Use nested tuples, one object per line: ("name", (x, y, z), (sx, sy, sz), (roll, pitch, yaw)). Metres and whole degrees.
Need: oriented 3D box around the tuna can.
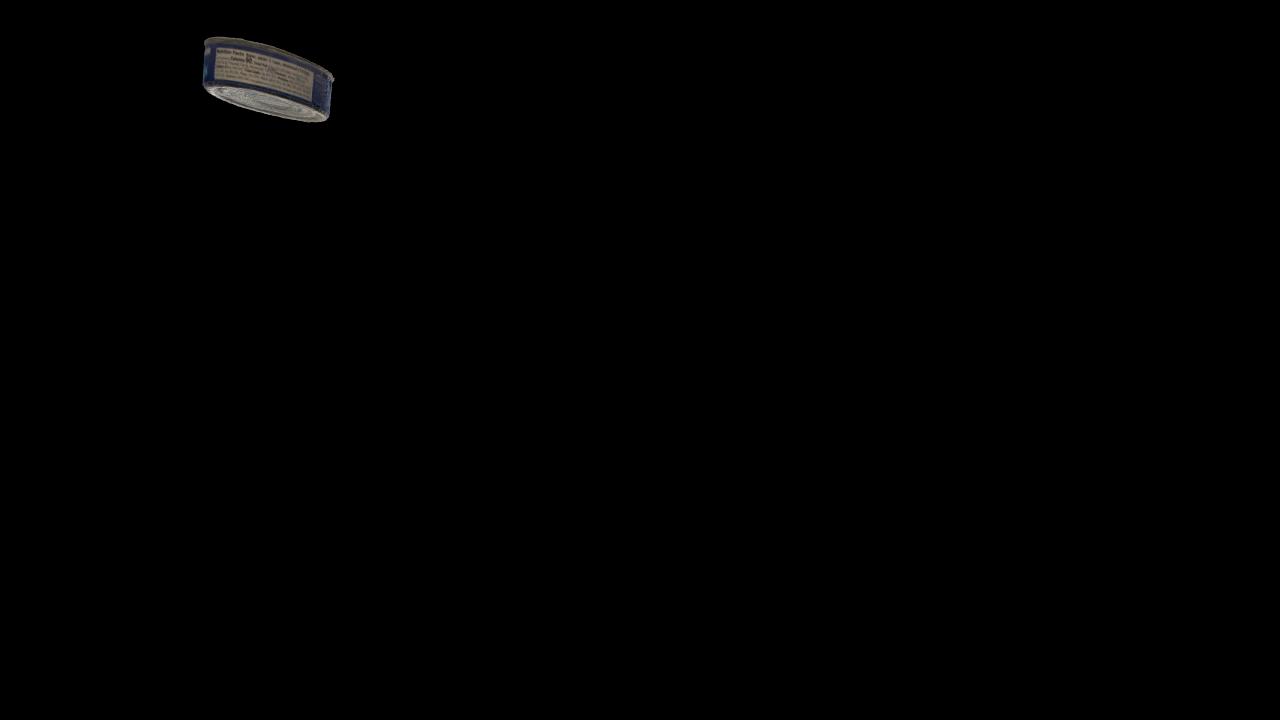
("tuna can", (-0.279, -0.209, 0.465), (0.084, 0.034, 0.084), (9, 6, -1))
